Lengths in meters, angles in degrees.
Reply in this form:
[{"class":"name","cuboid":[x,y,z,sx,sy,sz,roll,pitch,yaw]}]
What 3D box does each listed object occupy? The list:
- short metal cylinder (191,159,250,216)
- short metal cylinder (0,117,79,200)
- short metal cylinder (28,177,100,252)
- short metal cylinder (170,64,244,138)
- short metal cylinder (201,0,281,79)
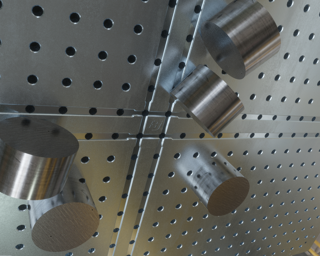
[{"class":"short metal cylinder","cuboid":[0.099,0.098,0.513,0.081,0.050,0.079,-14,124,-21]},{"class":"short metal cylinder","cuboid":[-0.132,0.029,0.323,0.081,0.080,0.050,12,113,-34]},{"class":"short metal cylinder","cuboid":[-0.124,0.110,0.397,0.081,0.050,0.079,-14,125,-21]},{"class":"short metal cylinder","cuboid":[0.058,-0.033,0.389,0.050,0.080,0.080,-44,130,2]},{"class":"short metal cylinder","cuboid":[0.093,-0.104,0.364,0.050,0.080,0.080,-37,130,-4]}]
